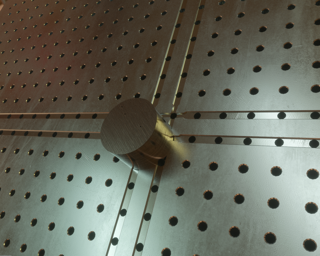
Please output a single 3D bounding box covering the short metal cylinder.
[{"bbox_3d":[-0.030,0.008,0.404,0.080,0.050,0.080,-13,56,21],"label":"short metal cylinder"}]
